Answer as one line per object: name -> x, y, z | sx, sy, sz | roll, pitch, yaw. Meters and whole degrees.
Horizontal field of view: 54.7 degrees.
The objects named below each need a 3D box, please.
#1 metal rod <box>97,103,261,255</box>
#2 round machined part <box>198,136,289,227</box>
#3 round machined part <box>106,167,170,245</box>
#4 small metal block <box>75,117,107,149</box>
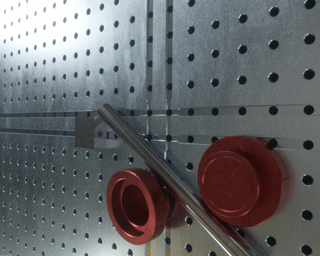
metal rod -> 0.008, 0.060, 0.402 | 0.300, 0.025, 0.025 | 43, 116, 31
round machined part -> 0.081, 0.057, 0.331 | 0.098, 0.042, 0.097 | 0, 90, 40
round machined part -> -0.026, 0.101, 0.414 | 0.098, 0.042, 0.097 | 7, 101, 44
small metal block -> -0.112, 0.007, 0.502 | 0.050, 0.025, 0.050 | 3, 92, 40
